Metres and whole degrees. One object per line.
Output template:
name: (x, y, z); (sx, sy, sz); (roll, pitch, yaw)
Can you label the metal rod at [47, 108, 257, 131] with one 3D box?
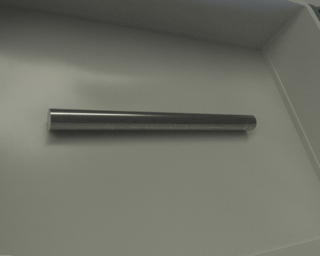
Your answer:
metal rod: (0.010, -0.009, 0.415); (0.303, 0.025, 0.025); (0, 62, -28)
